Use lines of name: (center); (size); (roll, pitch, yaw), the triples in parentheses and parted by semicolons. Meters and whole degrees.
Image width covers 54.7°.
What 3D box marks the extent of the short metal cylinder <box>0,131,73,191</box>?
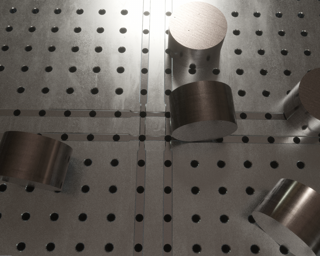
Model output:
short metal cylinder: (-0.150, 0.041, 0.366); (0.080, 0.080, 0.050); (9, 70, 3)

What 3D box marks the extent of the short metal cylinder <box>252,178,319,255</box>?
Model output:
short metal cylinder: (0.152, 0.103, 0.347); (0.080, 0.080, 0.050); (41, 75, 13)

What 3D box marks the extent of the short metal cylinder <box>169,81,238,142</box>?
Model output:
short metal cylinder: (0.053, -0.018, 0.390); (0.081, 0.080, 0.050); (-4, 70, -2)

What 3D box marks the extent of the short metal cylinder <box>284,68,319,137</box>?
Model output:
short metal cylinder: (0.215, -0.033, 0.413); (0.081, 0.050, 0.080); (0, 70, -1)

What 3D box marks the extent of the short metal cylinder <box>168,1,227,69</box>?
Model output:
short metal cylinder: (0.052, -0.133, 0.448); (0.081, 0.050, 0.080); (0, 70, 0)
